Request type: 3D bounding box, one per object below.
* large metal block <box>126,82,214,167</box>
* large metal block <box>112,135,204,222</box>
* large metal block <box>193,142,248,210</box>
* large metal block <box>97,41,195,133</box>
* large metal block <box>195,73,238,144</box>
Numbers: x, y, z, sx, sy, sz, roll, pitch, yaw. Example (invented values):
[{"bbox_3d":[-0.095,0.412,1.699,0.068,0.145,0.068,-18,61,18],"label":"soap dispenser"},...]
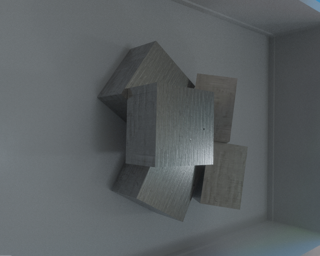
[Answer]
[{"bbox_3d":[0.012,-0.001,0.333,0.081,0.050,0.080,3,87,-39],"label":"large metal block"},{"bbox_3d":[0.000,0.061,0.387,0.080,0.050,0.080,37,67,-34],"label":"large metal block"},{"bbox_3d":[0.080,0.064,0.430,0.050,0.080,0.080,9,82,0],"label":"large metal block"},{"bbox_3d":[-0.014,-0.045,0.379,0.080,0.050,0.080,44,64,-32],"label":"large metal block"},{"bbox_3d":[0.068,-0.021,0.420,0.080,0.050,0.080,63,36,-81],"label":"large metal block"}]
